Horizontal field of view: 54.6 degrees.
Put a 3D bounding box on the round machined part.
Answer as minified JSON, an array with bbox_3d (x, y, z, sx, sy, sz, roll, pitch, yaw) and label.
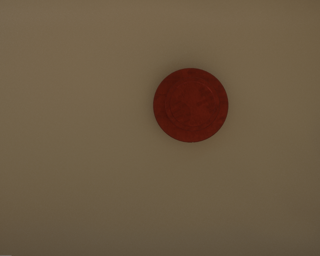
[{"bbox_3d":[0.040,-0.029,0.403,0.099,0.042,0.097,0,90,0],"label":"round machined part"}]
